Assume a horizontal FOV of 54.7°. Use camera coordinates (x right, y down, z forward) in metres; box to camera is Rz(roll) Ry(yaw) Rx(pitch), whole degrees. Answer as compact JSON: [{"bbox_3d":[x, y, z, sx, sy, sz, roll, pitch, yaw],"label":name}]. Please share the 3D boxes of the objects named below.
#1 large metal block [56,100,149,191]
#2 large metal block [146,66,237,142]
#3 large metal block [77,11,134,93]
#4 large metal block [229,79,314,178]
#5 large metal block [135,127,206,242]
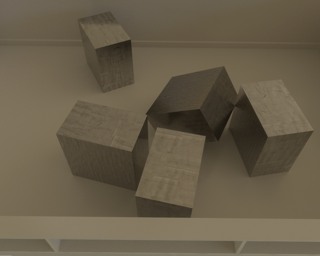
[{"bbox_3d":[-0.059,0.021,0.351,0.080,0.080,0.050,12,51,10],"label":"large metal block"},{"bbox_3d":[0.042,-0.027,0.389,0.080,0.050,0.080,-5,41,40],"label":"large metal block"},{"bbox_3d":[-0.080,-0.113,0.464,0.050,0.080,0.080,-21,53,-17],"label":"large metal block"},{"bbox_3d":[0.126,0.001,0.370,0.050,0.080,0.080,-8,51,-7],"label":"large metal block"},{"bbox_3d":[0.012,0.059,0.320,0.050,0.080,0.080,11,51,8],"label":"large metal block"}]
